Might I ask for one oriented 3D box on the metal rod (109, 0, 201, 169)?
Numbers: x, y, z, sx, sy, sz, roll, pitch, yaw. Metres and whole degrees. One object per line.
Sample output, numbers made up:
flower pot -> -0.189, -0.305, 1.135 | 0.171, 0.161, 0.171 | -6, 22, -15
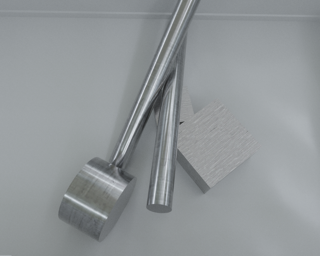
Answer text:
metal rod -> 0.007, -0.089, 0.378 | 0.025, 0.025, 0.298 | 25, 96, 8

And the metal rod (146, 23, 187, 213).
metal rod -> 0.015, -0.044, 0.387 | 0.025, 0.025, 0.300 | 6, 55, 2

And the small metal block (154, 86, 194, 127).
small metal block -> 0.017, -0.026, 0.419 | 0.050, 0.025, 0.050 | -10, 70, -4

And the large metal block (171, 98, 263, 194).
large metal block -> 0.064, 0.023, 0.389 | 0.080, 0.050, 0.080 | -36, 74, -12

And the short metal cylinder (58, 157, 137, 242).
short metal cylinder -> -0.068, 0.080, 0.351 | 0.050, 0.080, 0.080 | 27, 72, 9
